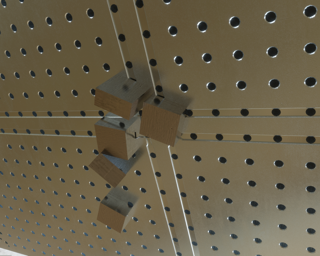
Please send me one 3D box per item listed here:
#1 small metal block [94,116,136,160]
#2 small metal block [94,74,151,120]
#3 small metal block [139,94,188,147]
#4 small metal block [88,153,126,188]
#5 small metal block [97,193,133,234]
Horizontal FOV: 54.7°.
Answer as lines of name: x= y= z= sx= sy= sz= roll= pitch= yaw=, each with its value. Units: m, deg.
small metal block: x=-0.065 y=0.015 z=0.453 sx=0.050 sy=0.025 sz=0.050 roll=12 pitch=123 yaw=21
small metal block: x=-0.047 y=-0.041 z=0.393 sx=0.050 sy=0.050 sz=0.025 roll=24 pitch=127 yaw=13
small metal block: x=0.004 y=-0.010 z=0.402 sx=0.050 sy=0.025 sz=0.050 roll=21 pitch=126 yaw=15
small metal block: x=-0.080 y=0.066 z=0.475 sx=0.050 sy=0.025 sz=0.050 roll=40 pitch=168 yaw=0
small metal block: x=-0.080 y=0.150 z=0.544 sx=0.050 sy=0.025 sz=0.050 roll=26 pitch=128 yaw=11
